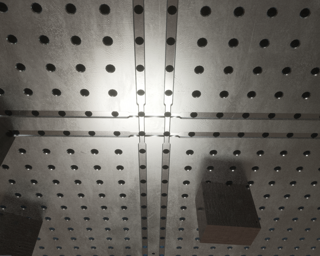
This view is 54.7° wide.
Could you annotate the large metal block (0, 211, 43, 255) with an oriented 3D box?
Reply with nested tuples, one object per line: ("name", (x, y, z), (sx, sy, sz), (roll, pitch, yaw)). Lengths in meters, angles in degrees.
("large metal block", (-0.264, 0.201, 0.543), (0.080, 0.080, 0.050), (22, 126, -18))

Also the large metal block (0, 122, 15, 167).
("large metal block", (-0.251, 0.033, 0.400), (0.080, 0.080, 0.050), (-15, 129, 12))

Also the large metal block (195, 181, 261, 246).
("large metal block", (0.104, 0.135, 0.492), (0.081, 0.080, 0.050), (5, 130, -5))
